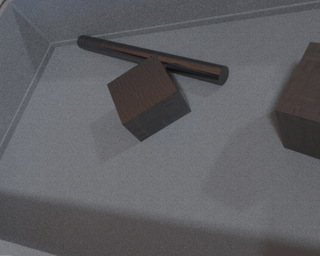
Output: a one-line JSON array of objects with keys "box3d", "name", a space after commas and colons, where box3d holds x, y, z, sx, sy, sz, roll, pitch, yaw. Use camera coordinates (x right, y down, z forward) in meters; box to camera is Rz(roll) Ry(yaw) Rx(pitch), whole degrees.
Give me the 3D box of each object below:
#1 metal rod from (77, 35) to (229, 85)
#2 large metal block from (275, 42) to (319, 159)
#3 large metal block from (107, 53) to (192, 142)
[{"box3d": [-0.030, -0.114, 0.490, 0.300, 0.025, 0.025, 22, 74, 35], "name": "metal rod"}, {"box3d": [0.158, -0.023, 0.301, 0.050, 0.080, 0.080, 21, 73, 35], "name": "large metal block"}, {"box3d": [-0.016, -0.041, 0.422, 0.080, 0.050, 0.080, -31, 52, 7], "name": "large metal block"}]
